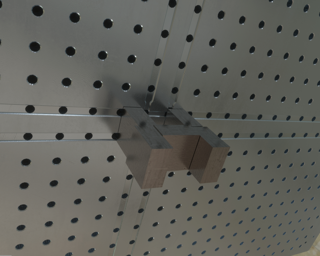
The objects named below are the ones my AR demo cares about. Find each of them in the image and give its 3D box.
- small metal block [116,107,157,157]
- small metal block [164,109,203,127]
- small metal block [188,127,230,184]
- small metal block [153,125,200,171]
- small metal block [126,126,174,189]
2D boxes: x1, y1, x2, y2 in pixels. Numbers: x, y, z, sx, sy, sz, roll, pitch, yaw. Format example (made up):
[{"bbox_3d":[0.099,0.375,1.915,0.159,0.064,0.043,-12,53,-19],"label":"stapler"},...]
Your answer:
[{"bbox_3d":[-0.030,0.008,0.384,0.025,0.050,0.050,1,118,-29],"label":"small metal block"},{"bbox_3d":[0.027,0.008,0.416,0.025,0.050,0.050,-1,119,-29],"label":"small metal block"},{"bbox_3d":[0.053,0.032,0.379,0.025,0.050,0.050,1,118,-29],"label":"small metal block"},{"bbox_3d":[0.014,0.024,0.371,0.050,0.025,0.050,1,118,-29],"label":"small metal block"},{"bbox_3d":[-0.013,0.031,0.342,0.025,0.050,0.050,1,118,-29],"label":"small metal block"}]
